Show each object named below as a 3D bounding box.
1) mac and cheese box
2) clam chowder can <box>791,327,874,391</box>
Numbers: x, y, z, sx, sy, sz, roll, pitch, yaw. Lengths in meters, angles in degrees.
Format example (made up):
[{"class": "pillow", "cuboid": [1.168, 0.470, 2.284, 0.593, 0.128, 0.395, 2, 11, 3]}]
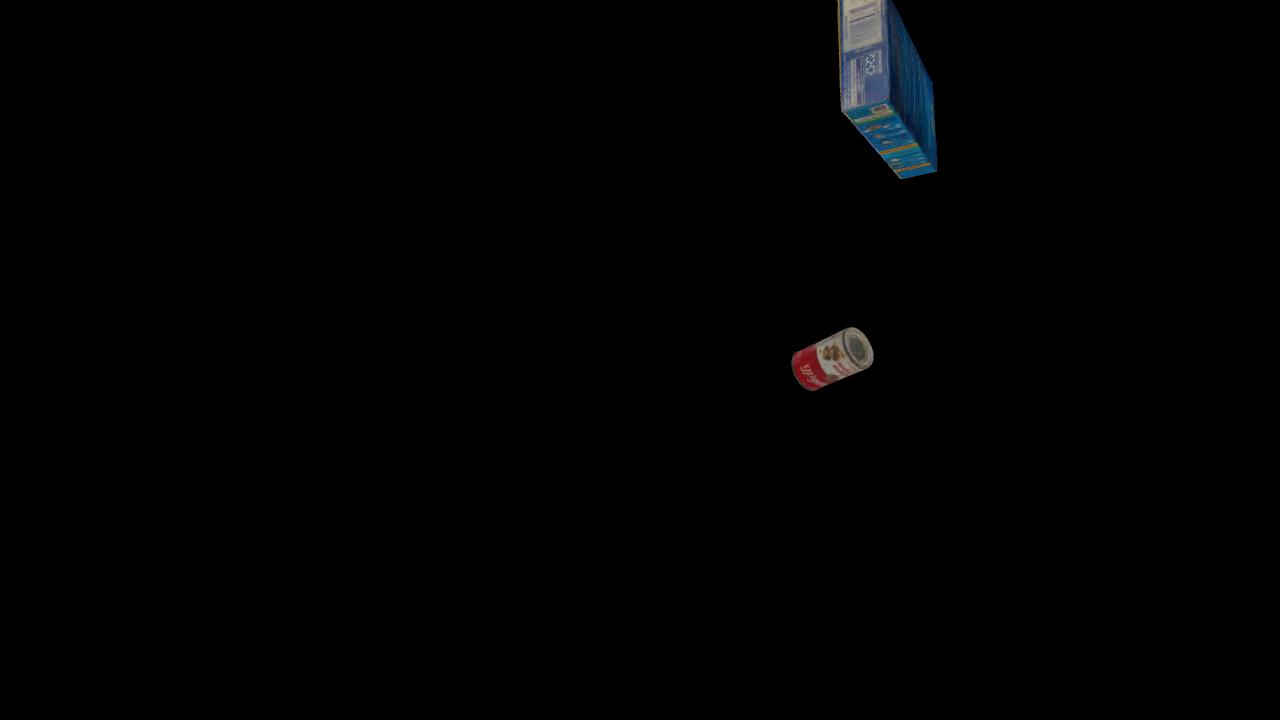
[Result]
[{"class": "mac and cheese box", "cuboid": [0.216, -0.227, 0.525, 0.041, 0.093, 0.184, -5, -6, 35]}, {"class": "clam chowder can", "cuboid": [0.291, -0.001, 0.932, 0.068, 0.068, 0.102, 0, -22, -38]}]
